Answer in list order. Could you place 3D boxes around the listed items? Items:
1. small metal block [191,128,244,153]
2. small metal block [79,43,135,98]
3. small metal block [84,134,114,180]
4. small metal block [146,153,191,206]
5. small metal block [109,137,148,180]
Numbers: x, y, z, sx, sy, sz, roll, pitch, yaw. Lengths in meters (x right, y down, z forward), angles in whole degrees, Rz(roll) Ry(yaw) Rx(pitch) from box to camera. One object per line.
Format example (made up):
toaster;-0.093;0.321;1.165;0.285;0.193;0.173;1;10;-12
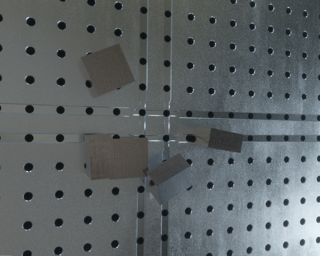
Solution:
small metal block;0.078;0.016;0.430;0.050;0.050;0.025;11;86;-20
small metal block;-0.067;-0.071;0.389;0.050;0.025;0.050;-26;99;-19
small metal block;-0.075;0.033;0.372;0.025;0.050;0.050;-3;91;-20
small metal block;0.013;0.067;0.404;0.050;0.025;0.050;-28;142;-18
small metal block;-0.043;0.038;0.398;0.050;0.025;0.050;-1;91;-21
